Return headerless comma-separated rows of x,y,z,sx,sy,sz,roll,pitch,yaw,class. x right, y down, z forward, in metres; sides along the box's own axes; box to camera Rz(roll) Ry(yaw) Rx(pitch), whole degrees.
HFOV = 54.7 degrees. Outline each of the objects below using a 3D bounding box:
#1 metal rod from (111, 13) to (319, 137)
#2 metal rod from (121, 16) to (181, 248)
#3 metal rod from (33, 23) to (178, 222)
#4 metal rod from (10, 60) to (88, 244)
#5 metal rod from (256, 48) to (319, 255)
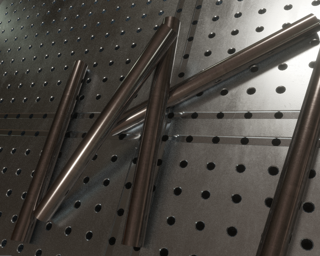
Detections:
0.062,-0.065,0.414,0.301,0.025,0.025,-27,53,11,metal rod
-0.007,-0.009,0.390,0.025,0.025,0.299,0,69,28,metal rod
-0.074,-0.003,0.406,0.025,0.025,0.299,39,96,38,metal rod
-0.163,0.020,0.479,0.025,0.025,0.299,-4,60,26,metal rod
0.154,0.004,0.324,0.025,0.025,0.300,13,68,33,metal rod
